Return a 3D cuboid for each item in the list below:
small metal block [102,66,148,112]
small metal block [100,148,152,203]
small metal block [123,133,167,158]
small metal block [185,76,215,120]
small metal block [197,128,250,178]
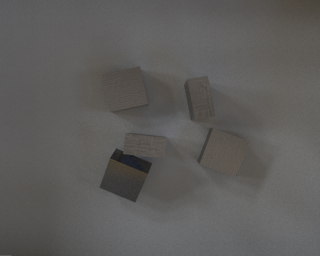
[{"bbox_3d":[-0.045,-0.050,0.411,0.050,0.025,0.050,-12,90,0],"label":"small metal block"},{"bbox_3d":[-0.044,0.061,0.401,0.050,0.025,0.050,23,118,0],"label":"small metal block"},{"bbox_3d":[-0.018,0.022,0.399,0.050,0.050,0.025,6,90,0],"label":"small metal block"},{"bbox_3d":[0.050,-0.037,0.399,0.025,0.050,0.050,-11,90,0],"label":"small metal block"},{"bbox_3d":[0.083,0.032,0.412,0.050,0.025,0.050,20,90,0],"label":"small metal block"}]
